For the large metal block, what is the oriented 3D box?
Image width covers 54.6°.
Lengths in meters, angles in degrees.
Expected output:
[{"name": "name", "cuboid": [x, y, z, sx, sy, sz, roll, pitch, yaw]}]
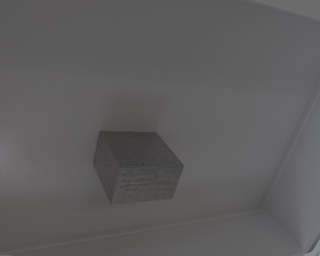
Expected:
[{"name": "large metal block", "cuboid": [-0.030, 0.046, 0.384, 0.081, 0.080, 0.050, 2, 118, -29]}]
